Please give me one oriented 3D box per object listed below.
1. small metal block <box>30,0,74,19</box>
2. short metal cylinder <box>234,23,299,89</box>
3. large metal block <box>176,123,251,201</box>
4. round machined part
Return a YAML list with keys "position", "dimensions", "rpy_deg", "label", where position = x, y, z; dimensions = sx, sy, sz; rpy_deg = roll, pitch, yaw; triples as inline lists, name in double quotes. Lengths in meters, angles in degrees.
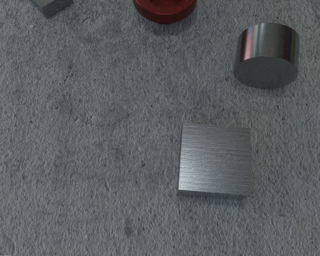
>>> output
- position: [-0.172, -0.206, 0.481]
  dimensions: [0.050, 0.025, 0.050]
  rpy_deg: [-38, 75, -13]
  label: "small metal block"
- position: [0.143, -0.094, 0.415]
  dimensions: [0.080, 0.080, 0.050]
  rpy_deg: [11, 71, 3]
  label: "short metal cylinder"
- position: [0.064, 0.043, 0.380]
  dimensions: [0.081, 0.050, 0.080]
  rpy_deg: [5, 70, 1]
  label: "large metal block"
- position: [0.008, -0.199, 0.472]
  dimensions: [0.099, 0.042, 0.098]
  rpy_deg: [0, 70, -1]
  label: "round machined part"
